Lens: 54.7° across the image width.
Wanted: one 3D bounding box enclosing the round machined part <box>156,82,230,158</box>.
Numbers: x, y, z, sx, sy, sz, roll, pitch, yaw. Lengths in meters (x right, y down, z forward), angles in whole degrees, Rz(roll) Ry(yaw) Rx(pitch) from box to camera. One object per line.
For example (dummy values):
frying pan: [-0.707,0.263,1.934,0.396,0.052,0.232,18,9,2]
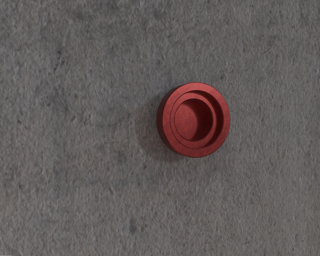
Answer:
round machined part: [0.041,-0.011,0.416,0.099,0.042,0.097,0,90,-21]
